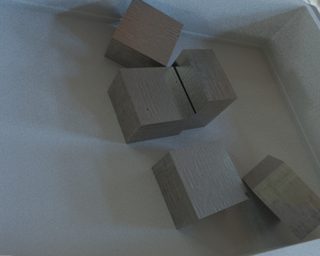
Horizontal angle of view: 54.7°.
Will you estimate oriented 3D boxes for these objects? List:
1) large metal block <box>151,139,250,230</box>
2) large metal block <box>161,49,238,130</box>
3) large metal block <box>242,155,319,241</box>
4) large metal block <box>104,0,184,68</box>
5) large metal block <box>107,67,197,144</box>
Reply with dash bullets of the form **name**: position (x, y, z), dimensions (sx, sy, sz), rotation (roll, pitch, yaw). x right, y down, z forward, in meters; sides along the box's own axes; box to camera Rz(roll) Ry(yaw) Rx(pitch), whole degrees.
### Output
- **large metal block**: position (0.048, 0.066, 0.377), dimensions (0.081, 0.050, 0.080), rotation (-11, 67, -33)
- **large metal block**: position (0.049, -0.052, 0.430), dimensions (0.050, 0.080, 0.080), rotation (-9, 66, -32)
- **large metal block**: position (0.159, 0.084, 0.399), dimensions (0.050, 0.080, 0.080), rotation (-44, 86, 5)
- **large metal block**: position (-0.023, -0.126, 0.446), dimensions (0.080, 0.050, 0.080), rotation (27, 64, -12)
- **large metal block**: position (-0.012, -0.031, 0.404), dimensions (0.081, 0.050, 0.080), rotation (-9, 67, -32)
